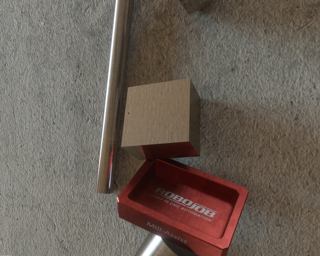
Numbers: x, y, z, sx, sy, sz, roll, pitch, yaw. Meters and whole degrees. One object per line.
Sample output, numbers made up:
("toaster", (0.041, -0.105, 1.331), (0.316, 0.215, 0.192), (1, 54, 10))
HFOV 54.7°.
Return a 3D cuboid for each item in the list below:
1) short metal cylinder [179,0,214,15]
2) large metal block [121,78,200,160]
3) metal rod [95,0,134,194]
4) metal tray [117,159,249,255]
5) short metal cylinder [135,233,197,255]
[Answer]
("short metal cylinder", (0.037, -0.183, 0.367), (0.050, 0.080, 0.080), (-28, 81, 18))
("large metal block", (0.004, -0.008, 0.379), (0.080, 0.050, 0.080), (-6, 64, 19))
("metal rod", (-0.062, -0.059, 0.430), (0.025, 0.025, 0.298), (7, 92, 20))
("metal tray", (0.027, 0.087, 0.364), (0.130, 0.090, 0.030), (20, 132, 19))
("short metal cylinder", (0.017, 0.155, 0.374), (0.080, 0.080, 0.050), (35, 102, 16))
